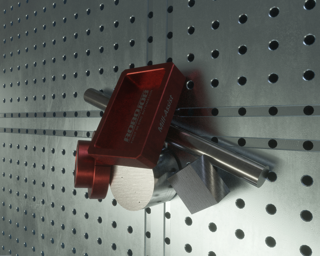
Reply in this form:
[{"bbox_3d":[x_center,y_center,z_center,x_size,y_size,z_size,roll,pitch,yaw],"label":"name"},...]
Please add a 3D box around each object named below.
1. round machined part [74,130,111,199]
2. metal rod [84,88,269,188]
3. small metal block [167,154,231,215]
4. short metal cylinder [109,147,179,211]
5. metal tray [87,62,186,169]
[{"bbox_3d":[-0.099,0.052,0.444,0.098,0.042,0.097,-175,89,-73],"label":"round machined part"},{"bbox_3d":[-0.003,-0.001,0.407,0.300,0.025,0.025,25,106,37],"label":"metal rod"},{"bbox_3d":[0.043,0.065,0.354,0.050,0.025,0.050,55,140,7],"label":"small metal block"},{"bbox_3d":[-0.021,0.063,0.406,0.080,0.050,0.079,0,90,40],"label":"short metal cylinder"},{"bbox_3d":[-0.028,-0.017,0.386,0.090,0.030,0.130,0,61,39],"label":"metal tray"}]
